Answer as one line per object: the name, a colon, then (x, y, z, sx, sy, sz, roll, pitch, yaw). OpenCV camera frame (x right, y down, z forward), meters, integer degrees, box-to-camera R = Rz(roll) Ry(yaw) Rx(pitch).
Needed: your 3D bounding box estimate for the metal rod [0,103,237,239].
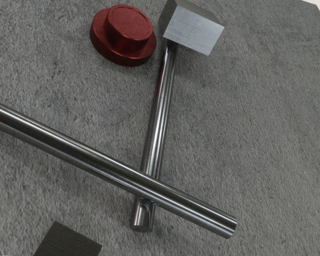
metal rod: (-0.059, 0.040, 0.324, 0.301, 0.025, 0.025, 26, 52, -3)

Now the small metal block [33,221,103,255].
small metal block: (-0.089, 0.122, 0.282, 0.050, 0.025, 0.050, 32, 51, -8)

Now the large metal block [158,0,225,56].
large metal block: (0.047, -0.168, 0.500, 0.081, 0.050, 0.080, 18, 31, -18)

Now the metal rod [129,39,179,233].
metal rod: (-0.001, -0.015, 0.413, 0.025, 0.025, 0.300, 21, 54, -17)

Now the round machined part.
round machined part: (-0.049, -0.141, 0.454, 0.099, 0.042, 0.098, 14, 56, -21)
